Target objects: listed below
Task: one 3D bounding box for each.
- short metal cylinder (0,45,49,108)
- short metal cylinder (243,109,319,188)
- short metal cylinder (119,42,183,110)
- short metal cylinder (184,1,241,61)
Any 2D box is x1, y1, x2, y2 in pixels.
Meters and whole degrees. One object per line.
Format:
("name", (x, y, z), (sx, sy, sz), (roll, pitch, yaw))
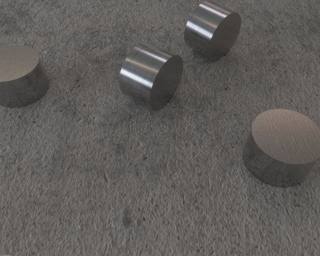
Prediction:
("short metal cylinder", (-0.209, -0.075, 0.448), (0.080, 0.050, 0.080), (0, 50, 0))
("short metal cylinder", (0.144, 0.023, 0.368), (0.080, 0.050, 0.080), (0, 50, 0))
("short metal cylinder", (-0.011, -0.071, 0.427), (0.050, 0.080, 0.080), (28, 55, 21))
("short metal cylinder", (0.085, -0.156, 0.499), (0.080, 0.080, 0.050), (-37, 59, -27))
